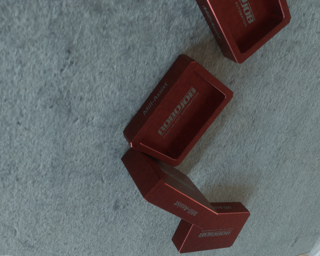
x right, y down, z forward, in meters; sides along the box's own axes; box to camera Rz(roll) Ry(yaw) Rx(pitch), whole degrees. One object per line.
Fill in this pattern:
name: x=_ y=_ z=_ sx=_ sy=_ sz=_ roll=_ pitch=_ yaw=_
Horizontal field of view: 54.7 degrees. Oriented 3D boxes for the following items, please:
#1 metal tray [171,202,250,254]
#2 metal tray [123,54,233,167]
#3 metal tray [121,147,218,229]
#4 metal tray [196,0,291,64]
metal tray: x=0.095 y=0.182 z=0.571 sx=0.131 sy=0.030 sz=0.089 roll=8 pitch=115 yaw=-32
metal tray: x=0.025 y=-0.019 z=0.407 sx=0.090 sy=0.030 sz=0.130 roll=30 pitch=102 yaw=-38
metal tray: x=0.014 y=0.080 z=0.423 sx=0.030 sy=0.090 sz=0.130 roll=-48 pitch=129 yaw=6
metal tray: x=0.095 y=-0.152 z=0.363 sx=0.090 sy=0.030 sz=0.130 roll=-41 pitch=130 yaw=-1
